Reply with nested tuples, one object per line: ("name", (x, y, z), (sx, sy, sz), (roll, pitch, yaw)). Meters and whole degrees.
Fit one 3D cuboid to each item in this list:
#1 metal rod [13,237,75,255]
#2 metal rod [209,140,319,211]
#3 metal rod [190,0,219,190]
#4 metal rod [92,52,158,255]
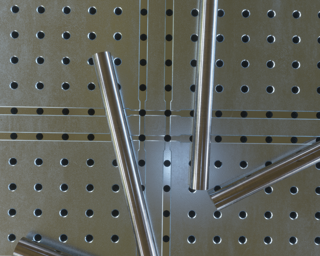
("metal rod", (-0.047, 0.211, 0.412), (0.301, 0.025, 0.025), (21, 90, -1))
("metal rod", (0.207, 0.035, 0.416), (0.301, 0.025, 0.025), (-26, 90, -1))
("metal rod", (0.060, -0.068, 0.414), (0.025, 0.025, 0.298), (3, 90, -1))
("metal rod", (-0.044, 0.048, 0.412), (0.025, 0.025, 0.298), (-13, 90, 0))
